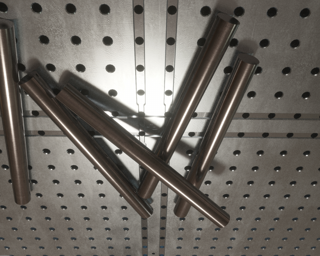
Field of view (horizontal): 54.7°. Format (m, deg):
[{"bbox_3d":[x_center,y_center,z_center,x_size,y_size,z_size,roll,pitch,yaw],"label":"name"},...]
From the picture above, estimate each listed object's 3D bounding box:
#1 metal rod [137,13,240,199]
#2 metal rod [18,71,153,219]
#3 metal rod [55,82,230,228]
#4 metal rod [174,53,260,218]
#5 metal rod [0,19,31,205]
[{"bbox_3d":[0.023,-0.004,0.408,0.025,0.025,0.298,14,129,-12],"label":"metal rod"},{"bbox_3d":[-0.088,0.044,0.447,0.025,0.025,0.299,-21,128,16],"label":"metal rod"},{"bbox_3d":[-0.011,0.047,0.421,0.300,0.025,0.025,41,119,-19],"label":"metal rod"},{"bbox_3d":[0.067,0.033,0.441,0.025,0.025,0.298,9,130,-8],"label":"metal rod"},{"bbox_3d":[-0.194,0.004,0.412,0.025,0.025,0.298,9,130,-8],"label":"metal rod"}]
